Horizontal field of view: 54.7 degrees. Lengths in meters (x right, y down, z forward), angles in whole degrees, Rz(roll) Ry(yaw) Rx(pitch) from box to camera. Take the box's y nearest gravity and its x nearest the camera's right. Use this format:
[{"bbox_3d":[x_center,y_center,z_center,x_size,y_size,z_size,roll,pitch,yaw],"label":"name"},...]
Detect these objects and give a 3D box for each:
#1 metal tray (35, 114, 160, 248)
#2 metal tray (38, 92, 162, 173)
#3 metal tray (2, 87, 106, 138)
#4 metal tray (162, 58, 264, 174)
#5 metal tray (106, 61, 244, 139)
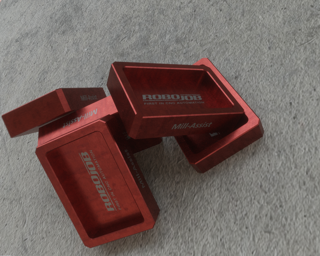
[{"bbox_3d":[-0.068,0.061,0.346,0.090,0.030,0.129,-23,98,15],"label":"metal tray"},{"bbox_3d":[-0.074,0.010,0.395,0.130,0.090,0.030,-22,54,14],"label":"metal tray"},{"bbox_3d":[-0.136,-0.025,0.429,0.090,0.130,0.030,-22,92,15],"label":"metal tray"},{"bbox_3d":[0.053,-0.020,0.385,0.090,0.030,0.130,-33,52,6],"label":"metal tray"},{"bbox_3d":[0.017,-0.034,0.345,0.131,0.030,0.090,-4,46,-28],"label":"metal tray"}]
